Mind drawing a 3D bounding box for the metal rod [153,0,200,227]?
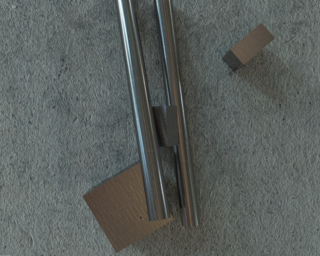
[{"bbox_3d":[0.022,-0.021,0.410,0.025,0.025,0.298,-7,90,0],"label":"metal rod"}]

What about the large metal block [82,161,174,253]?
[{"bbox_3d":[-0.038,0.096,0.397,0.080,0.050,0.080,-31,90,0],"label":"large metal block"}]

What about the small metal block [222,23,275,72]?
[{"bbox_3d":[0.112,-0.102,0.399,0.050,0.050,0.025,-41,90,0],"label":"small metal block"}]

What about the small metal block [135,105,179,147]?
[{"bbox_3d":[-0.005,-0.002,0.398,0.050,0.025,0.050,-2,90,35],"label":"small metal block"}]

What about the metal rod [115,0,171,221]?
[{"bbox_3d":[-0.025,-0.041,0.381,0.025,0.025,0.299,-10,79,0],"label":"metal rod"}]
